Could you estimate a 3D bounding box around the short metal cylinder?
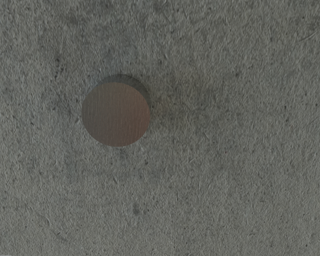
[{"bbox_3d":[-0.052,-0.023,0.388,0.080,0.050,0.079,0,110,0],"label":"short metal cylinder"}]
